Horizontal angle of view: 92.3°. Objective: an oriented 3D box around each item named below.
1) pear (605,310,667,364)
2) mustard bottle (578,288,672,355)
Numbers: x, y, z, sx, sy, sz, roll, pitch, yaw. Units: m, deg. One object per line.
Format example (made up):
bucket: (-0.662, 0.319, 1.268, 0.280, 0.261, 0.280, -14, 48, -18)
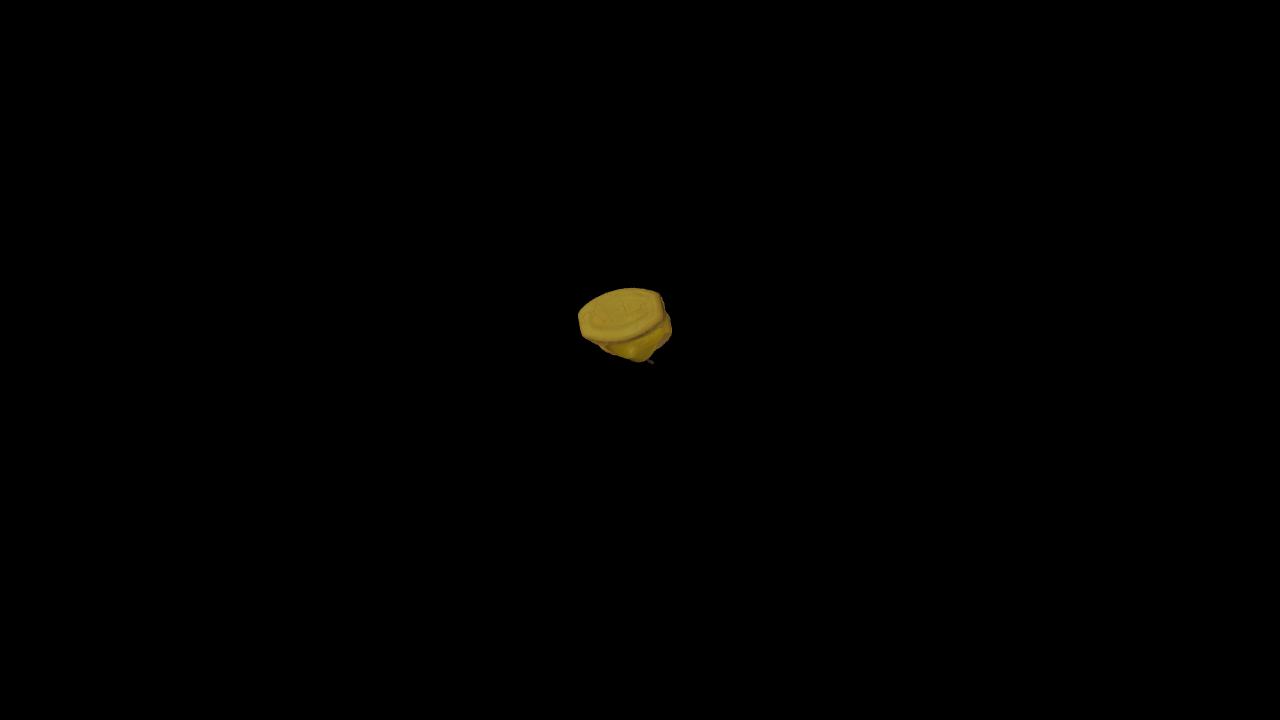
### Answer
pear: (-0.008, -0.027, 0.689, 0.080, 0.080, 0.111, 0, -37, 4)
mustard bottle: (-0.008, -0.034, 0.710, 0.092, 0.054, 0.184, -19, -10, 5)
